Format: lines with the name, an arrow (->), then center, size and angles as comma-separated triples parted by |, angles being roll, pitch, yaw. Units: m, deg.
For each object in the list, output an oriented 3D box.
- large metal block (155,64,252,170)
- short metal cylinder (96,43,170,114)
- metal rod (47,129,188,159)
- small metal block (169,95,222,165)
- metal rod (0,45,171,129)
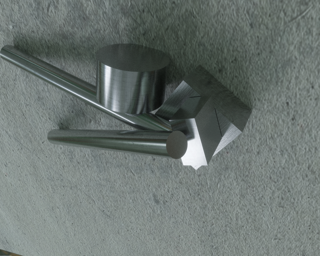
large metal block -> 0.044, -0.011, 0.359 | 0.080, 0.050, 0.080 | 42, 130, 0
short metal cylinder -> -0.032, -0.058, 0.354 | 0.080, 0.080, 0.050 | 19, 126, 16
metal rod -> -0.078, 0.014, 0.388 | 0.300, 0.025, 0.025 | 0, 121, 52
small metal block -> 0.037, 0.002, 0.305 | 0.025, 0.050, 0.050 | -4, 117, 30
metal rod -> -0.103, -0.050, 0.393 | 0.300, 0.025, 0.025 | 27, 128, 25
